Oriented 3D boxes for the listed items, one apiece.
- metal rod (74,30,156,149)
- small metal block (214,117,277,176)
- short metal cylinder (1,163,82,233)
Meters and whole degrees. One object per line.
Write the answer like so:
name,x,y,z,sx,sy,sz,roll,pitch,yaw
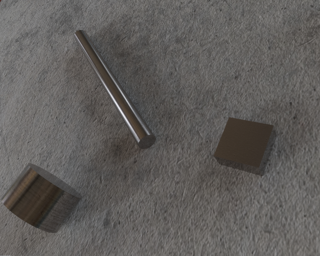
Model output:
metal rod,-0.083,-0.078,0.493,0.025,0.025,0.300,-37,51,3
small metal block,0.094,0.020,0.342,0.050,0.025,0.050,13,68,33
short metal cylinder,-0.147,0.087,0.390,0.080,0.080,0.050,26,76,36
